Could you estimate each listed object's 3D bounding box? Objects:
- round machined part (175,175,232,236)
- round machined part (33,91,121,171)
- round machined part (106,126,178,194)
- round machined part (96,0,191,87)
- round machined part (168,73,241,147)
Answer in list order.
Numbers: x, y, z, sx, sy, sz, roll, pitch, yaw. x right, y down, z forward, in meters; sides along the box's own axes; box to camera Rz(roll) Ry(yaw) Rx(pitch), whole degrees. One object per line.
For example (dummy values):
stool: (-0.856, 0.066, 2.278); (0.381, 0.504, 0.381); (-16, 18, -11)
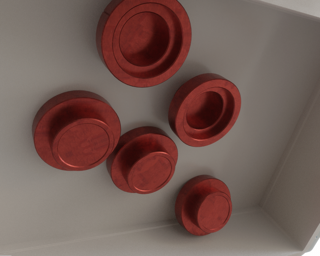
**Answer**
round machined part: (0.077, 0.129, 0.500); (0.099, 0.042, 0.097); (-5, 101, -27)
round machined part: (-0.091, 0.010, 0.354); (0.099, 0.042, 0.097); (-14, 124, -21)
round machined part: (-0.019, 0.050, 0.418); (0.099, 0.042, 0.097); (-14, 124, -21)
round machined part: (-0.020, -0.096, 0.327); (0.099, 0.042, 0.097); (-14, 124, -21)
round machined part: (0.055, -0.027, 0.411); (0.099, 0.042, 0.097); (-14, 124, -21)
